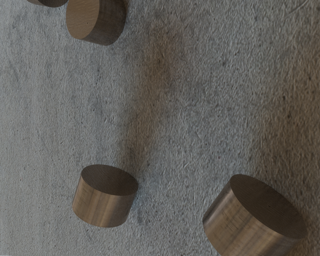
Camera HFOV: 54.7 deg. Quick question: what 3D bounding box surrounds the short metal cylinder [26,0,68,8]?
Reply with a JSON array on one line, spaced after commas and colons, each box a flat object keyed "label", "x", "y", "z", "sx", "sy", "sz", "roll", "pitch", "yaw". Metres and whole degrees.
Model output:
[{"label": "short metal cylinder", "x": -0.199, "y": -0.253, "z": 0.534, "sx": 0.050, "sy": 0.081, "sz": 0.079, "roll": 25, "pitch": 106, "yaw": 37}]

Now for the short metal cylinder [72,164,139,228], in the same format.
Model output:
[{"label": "short metal cylinder", "x": -0.076, "y": 0.092, "z": 0.432, "sx": 0.080, "sy": 0.081, "sz": 0.050, "roll": 32, "pitch": 110, "yaw": 35}]

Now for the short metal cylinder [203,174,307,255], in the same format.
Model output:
[{"label": "short metal cylinder", "x": 0.088, "y": 0.090, "z": 0.296, "sx": 0.080, "sy": 0.081, "sz": 0.050, "roll": 44, "pitch": 116, "yaw": 31}]

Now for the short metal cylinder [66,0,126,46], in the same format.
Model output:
[{"label": "short metal cylinder", "x": -0.098, "y": -0.170, "z": 0.470, "sx": 0.080, "sy": 0.050, "sz": 0.080, "roll": 0, "pitch": 90, "yaw": 40}]
